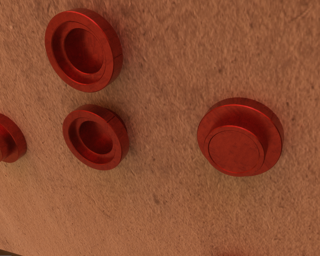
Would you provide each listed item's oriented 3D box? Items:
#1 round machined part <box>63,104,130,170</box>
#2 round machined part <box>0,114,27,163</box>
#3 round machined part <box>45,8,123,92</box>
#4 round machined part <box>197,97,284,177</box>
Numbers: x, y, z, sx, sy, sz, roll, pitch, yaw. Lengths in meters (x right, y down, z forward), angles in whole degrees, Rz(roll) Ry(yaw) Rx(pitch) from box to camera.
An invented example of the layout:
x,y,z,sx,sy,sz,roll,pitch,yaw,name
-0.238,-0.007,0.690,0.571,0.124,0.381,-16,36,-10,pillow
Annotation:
x,y,z,sx,sy,sz,roll,pitch,yaw,name
-0.087,0.009,0.445,0.098,0.042,0.097,13,124,20,round machined part
-0.297,0.024,0.564,0.098,0.042,0.097,13,124,20,round machined part
-0.088,-0.096,0.381,0.098,0.042,0.097,13,124,20,round machined part
0.089,0.017,0.359,0.098,0.042,0.097,13,124,20,round machined part
